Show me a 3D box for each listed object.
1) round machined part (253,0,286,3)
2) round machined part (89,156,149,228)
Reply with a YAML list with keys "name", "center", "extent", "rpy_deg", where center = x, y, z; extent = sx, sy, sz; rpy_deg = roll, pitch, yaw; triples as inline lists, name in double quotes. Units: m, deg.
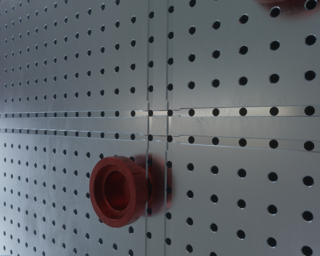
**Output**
- name: "round machined part"
  center: [0.118, -0.171, 0.301]
  extent: [0.098, 0.042, 0.097]
  rpy_deg: [0, 90, 40]
- name: "round machined part"
  center: [-0.054, 0.088, 0.444]
  extent: [0.098, 0.042, 0.097]
  rpy_deg: [0, 90, 40]
